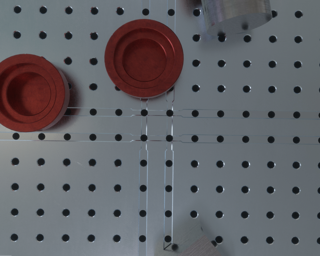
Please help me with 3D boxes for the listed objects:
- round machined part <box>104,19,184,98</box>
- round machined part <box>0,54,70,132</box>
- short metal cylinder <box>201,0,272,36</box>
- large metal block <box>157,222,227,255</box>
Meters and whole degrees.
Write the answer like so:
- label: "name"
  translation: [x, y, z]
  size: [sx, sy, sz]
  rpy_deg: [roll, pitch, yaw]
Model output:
- label: "round machined part"
  translation: [-0.020, -0.087, 0.404]
  size: [0.099, 0.042, 0.097]
  rpy_deg: [0, 90, 0]
- label: "round machined part"
  translation: [-0.167, -0.044, 0.403]
  size: [0.099, 0.042, 0.097]
  rpy_deg: [0, 90, 0]
- label: "short metal cylinder"
  translation: [0.094, -0.153, 0.386]
  size: [0.080, 0.080, 0.050]
  rpy_deg: [-10, 91, 0]
- label: "large metal block"
  translation: [0.048, 0.185, 0.401]
  size: [0.080, 0.050, 0.080]
  rpy_deg: [-39, 90, 0]
